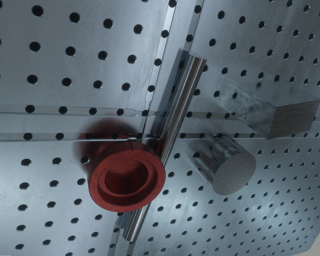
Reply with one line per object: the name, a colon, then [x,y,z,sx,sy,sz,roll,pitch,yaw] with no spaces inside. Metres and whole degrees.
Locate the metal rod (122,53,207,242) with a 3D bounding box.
metal rod: [-0.001,0.041,0.438,0.025,0.025,0.298,6,116,-32]

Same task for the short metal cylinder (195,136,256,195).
short metal cylinder: [0.103,0.059,0.491,0.081,0.050,0.079,-14,125,-21]

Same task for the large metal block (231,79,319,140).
large metal block: [0.165,-0.031,0.449,0.081,0.080,0.050,-10,123,-24]

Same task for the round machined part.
round machined part: [-0.045,0.059,0.407,0.099,0.042,0.097,-8,120,-14]
